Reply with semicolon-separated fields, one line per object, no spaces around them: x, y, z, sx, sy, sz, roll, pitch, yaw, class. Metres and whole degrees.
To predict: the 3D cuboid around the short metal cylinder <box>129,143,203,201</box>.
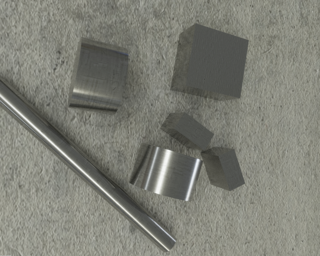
0.008;0.054;0.384;0.081;0.080;0.050;18;84;-20;short metal cylinder

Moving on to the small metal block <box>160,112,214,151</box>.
0.035;0.004;0.410;0.050;0.050;0.025;36;79;-17;small metal block

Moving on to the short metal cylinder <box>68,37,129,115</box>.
-0.072;-0.058;0.354;0.050;0.080;0.080;10;87;-20;short metal cylinder

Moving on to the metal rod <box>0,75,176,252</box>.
-0.089;0.051;0.376;0.300;0.025;0.025;46;76;-15;metal rod

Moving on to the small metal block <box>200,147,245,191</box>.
0.086;0.055;0.429;0.025;0.050;0.050;-22;98;-19;small metal block

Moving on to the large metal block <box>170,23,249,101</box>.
0.067;-0.085;0.422;0.081;0.050;0.080;10;87;-20;large metal block
